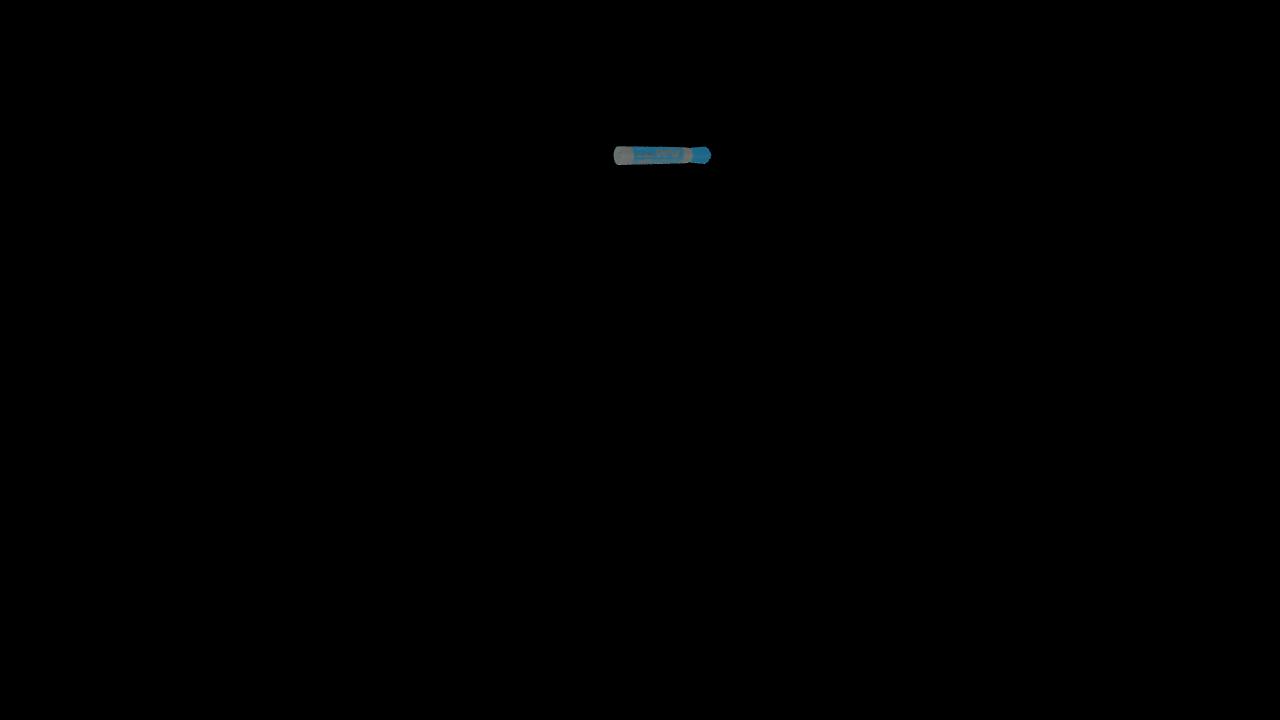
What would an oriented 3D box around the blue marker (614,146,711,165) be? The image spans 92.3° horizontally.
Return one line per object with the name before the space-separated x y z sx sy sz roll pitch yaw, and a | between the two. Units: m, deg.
blue marker | 0.028 -0.226 0.677 0.121 0.020 0.020 -11 5 -29
